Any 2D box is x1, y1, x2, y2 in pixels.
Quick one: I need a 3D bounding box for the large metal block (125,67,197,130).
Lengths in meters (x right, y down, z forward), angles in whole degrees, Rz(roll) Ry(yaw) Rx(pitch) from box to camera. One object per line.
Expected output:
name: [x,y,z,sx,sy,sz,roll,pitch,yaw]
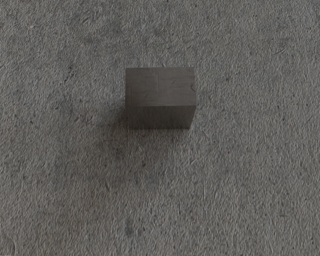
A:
large metal block: [0.000,-0.035,0.393,0.081,0.080,0.050,-1,70,-1]
